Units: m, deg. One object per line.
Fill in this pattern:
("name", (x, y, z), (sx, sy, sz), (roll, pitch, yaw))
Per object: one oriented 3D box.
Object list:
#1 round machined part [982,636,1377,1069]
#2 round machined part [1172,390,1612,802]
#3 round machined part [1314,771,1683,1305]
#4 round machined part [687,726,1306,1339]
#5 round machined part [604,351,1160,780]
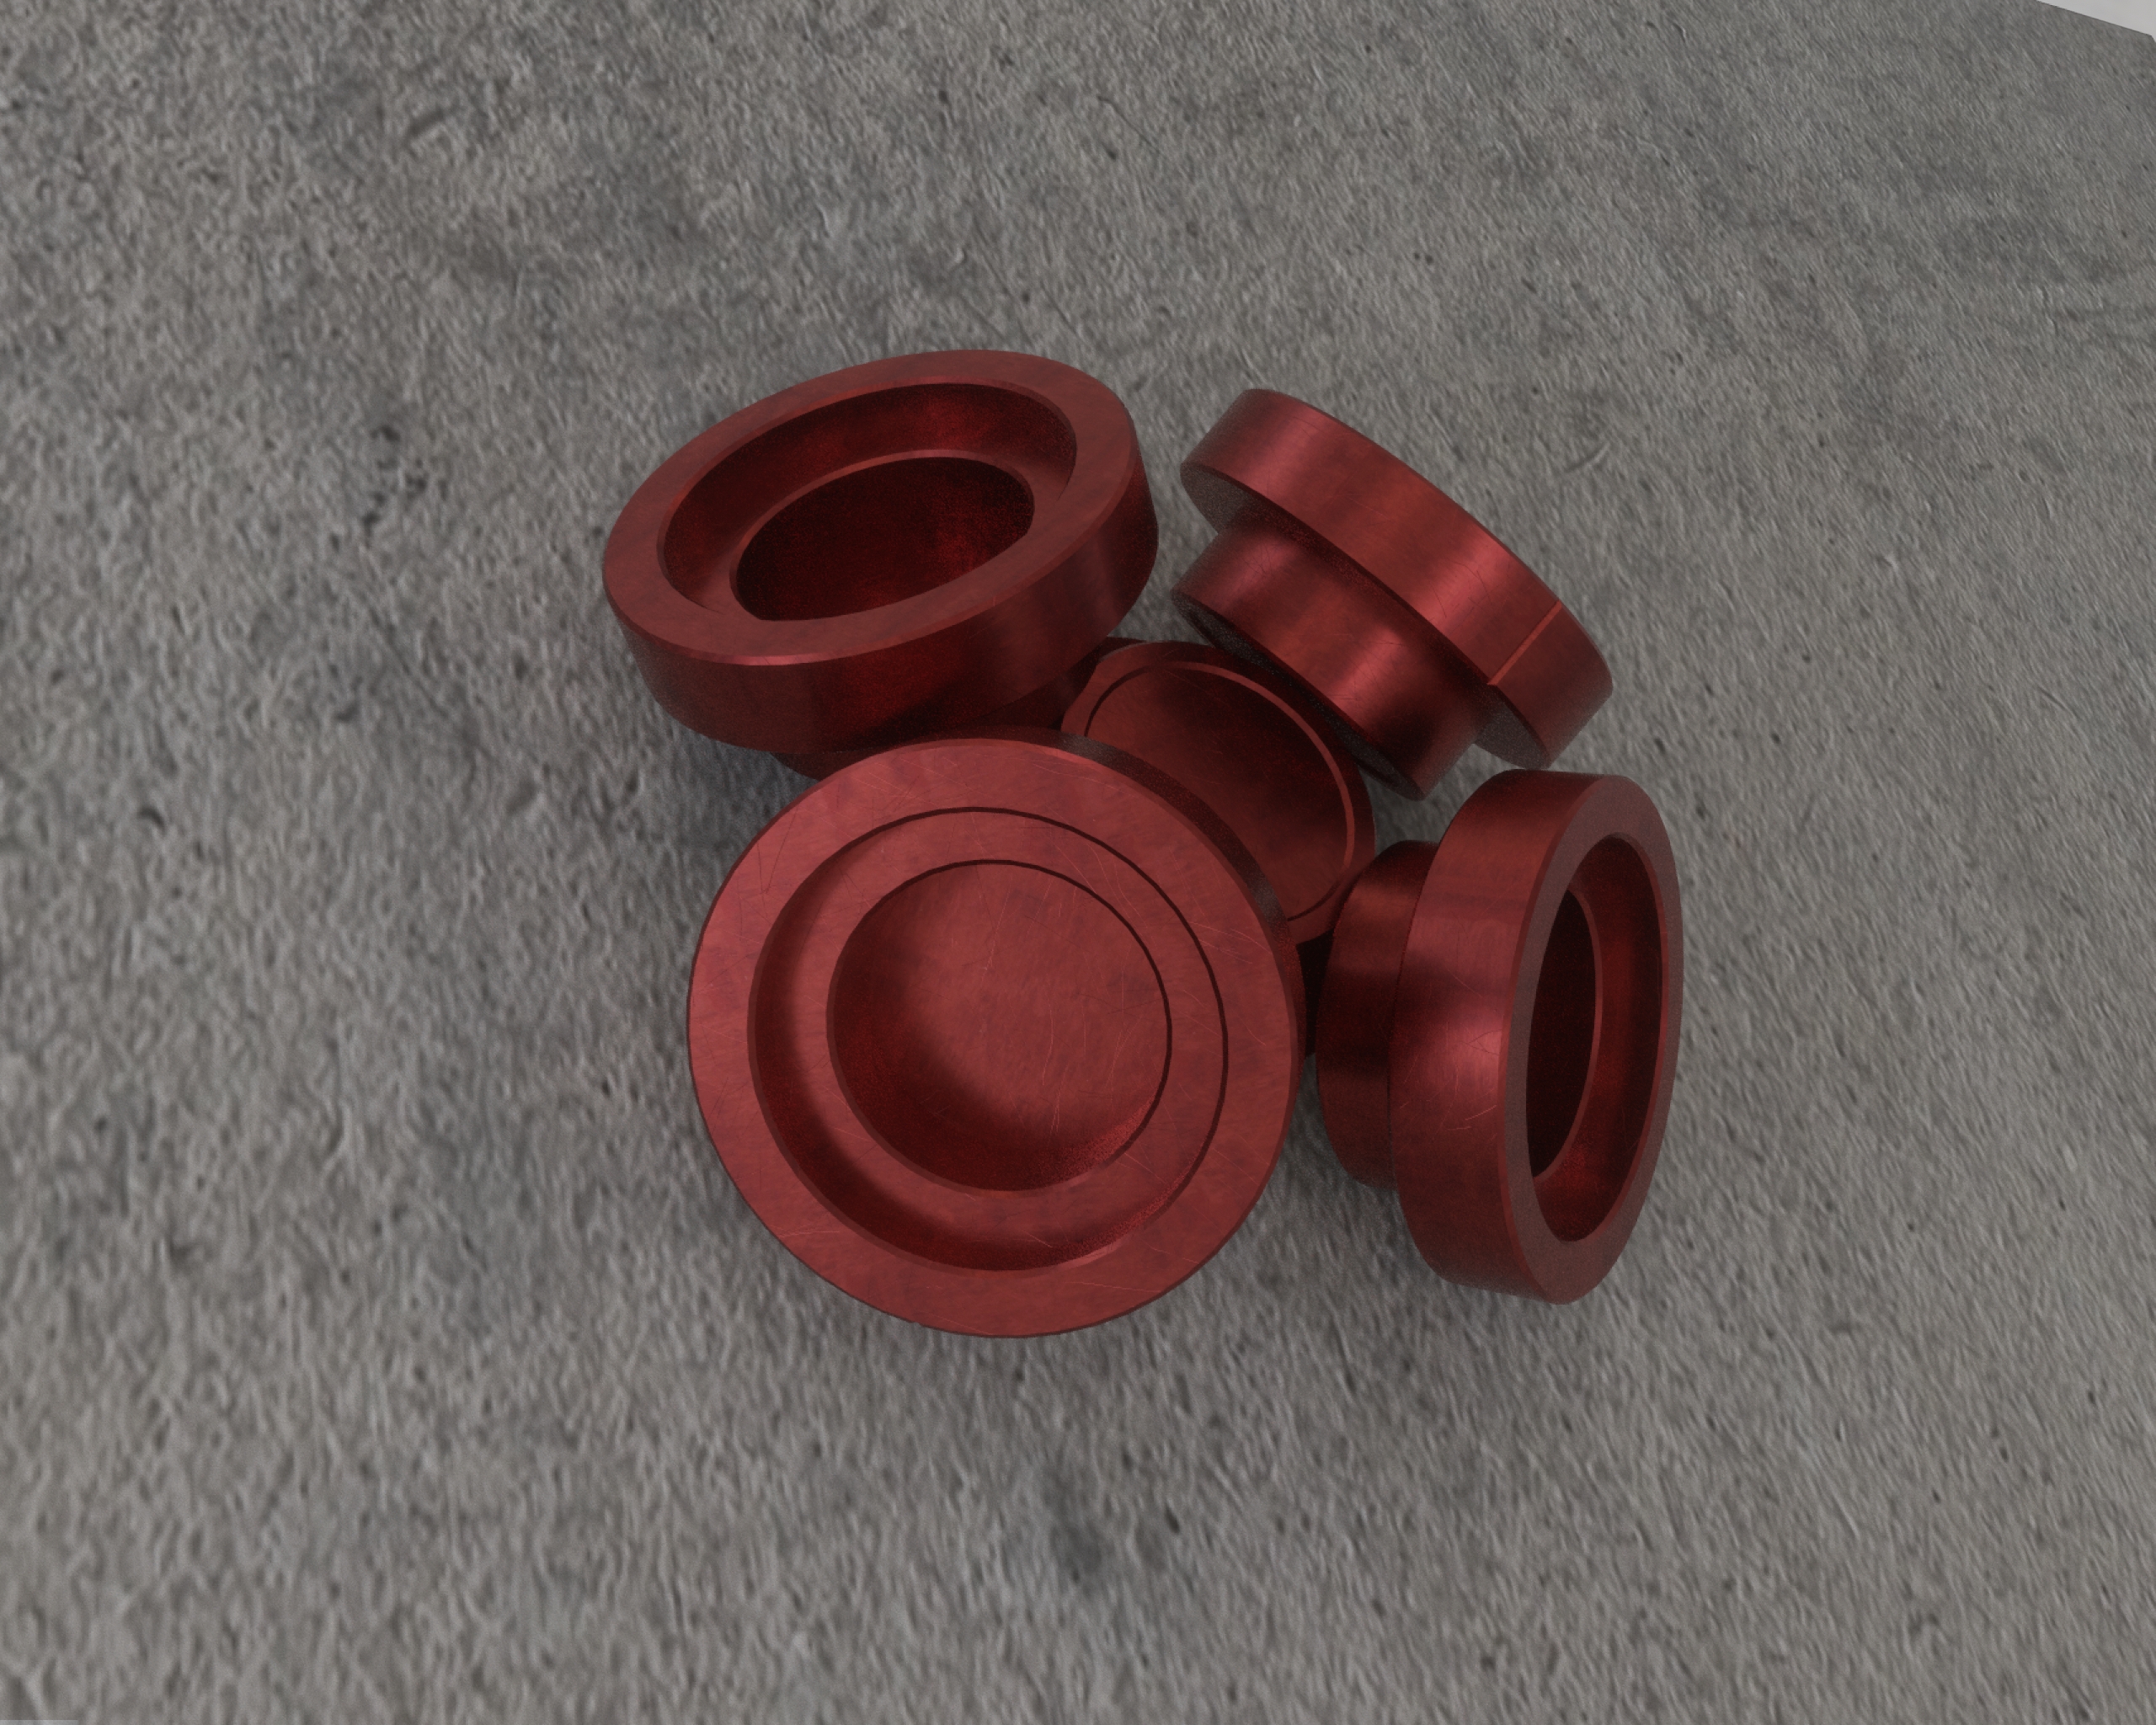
("round machined part", (0.018, -0.004, 0.405), (0.099, 0.042, 0.098), (14, 56, -21))
("round machined part", (0.058, -0.049, 0.431), (0.098, 0.098, 0.042), (40, 91, -1))
("round machined part", (0.079, 0.031, 0.395), (0.099, 0.042, 0.097), (-13, 105, -56))
("round machined part", (-0.011, 0.025, 0.348), (0.098, 0.098, 0.042), (42, 14, 1))
("round machined part", (-0.033, -0.051, 0.385), (0.098, 0.042, 0.098), (-9, 41, 8))
